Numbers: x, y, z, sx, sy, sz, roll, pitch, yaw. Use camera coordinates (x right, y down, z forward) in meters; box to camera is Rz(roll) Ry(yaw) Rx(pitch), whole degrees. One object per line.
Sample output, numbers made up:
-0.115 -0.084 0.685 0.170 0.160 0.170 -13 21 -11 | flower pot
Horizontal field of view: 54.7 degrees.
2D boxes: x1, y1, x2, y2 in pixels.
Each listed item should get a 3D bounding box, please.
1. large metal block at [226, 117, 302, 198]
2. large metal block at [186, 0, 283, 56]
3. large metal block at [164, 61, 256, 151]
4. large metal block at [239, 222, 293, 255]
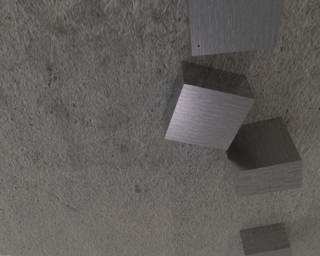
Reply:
0.130 0.037 0.404 0.080 0.080 0.050 -12 129 10 | large metal block
0.066 -0.119 0.290 0.080 0.050 0.080 -5 130 4 | large metal block
0.054 -0.025 0.370 0.081 0.050 0.079 11 129 -10 | large metal block
0.204 0.230 0.588 0.080 0.050 0.080 -16 129 13 | large metal block
